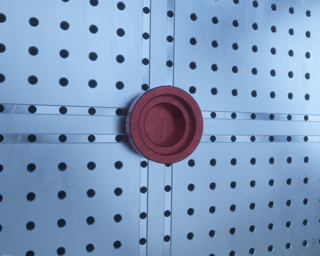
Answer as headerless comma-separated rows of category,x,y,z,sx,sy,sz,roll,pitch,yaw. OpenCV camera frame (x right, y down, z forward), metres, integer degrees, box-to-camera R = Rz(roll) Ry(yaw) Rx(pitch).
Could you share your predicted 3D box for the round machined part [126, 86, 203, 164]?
round machined part,0.003,-0.004,0.404,0.099,0.042,0.097,0,90,-20
